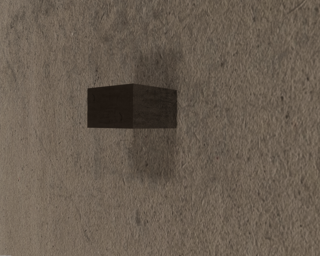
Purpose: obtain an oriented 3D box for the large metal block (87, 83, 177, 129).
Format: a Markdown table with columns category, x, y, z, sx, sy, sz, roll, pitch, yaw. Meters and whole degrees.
| category | x | y | z | sx | sy | sz | roll | pitch | yaw |
| --- | --- | --- | --- | --- | --- | --- | --- | --- | --- |
| large metal block | -0.035 | -0.025 | 0.396 | 0.080 | 0.081 | 0.050 | 1 | 91 | 39 |
